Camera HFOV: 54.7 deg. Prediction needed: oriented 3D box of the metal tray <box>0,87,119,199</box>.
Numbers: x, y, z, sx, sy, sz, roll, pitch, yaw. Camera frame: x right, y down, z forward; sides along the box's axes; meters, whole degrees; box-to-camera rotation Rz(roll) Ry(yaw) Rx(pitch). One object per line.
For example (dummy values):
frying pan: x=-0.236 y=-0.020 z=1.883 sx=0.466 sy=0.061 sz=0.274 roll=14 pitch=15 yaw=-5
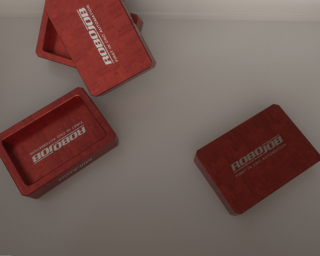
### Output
metal tray: x=-0.132 y=0.017 z=0.399 sx=0.131 sy=0.030 sz=0.090 roll=-34 pitch=74 yaw=-12

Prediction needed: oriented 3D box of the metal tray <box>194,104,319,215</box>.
metal tray: x=0.121 y=0.039 z=0.394 sx=0.131 sy=0.030 sz=0.090 roll=-30 pitch=73 yaw=-11

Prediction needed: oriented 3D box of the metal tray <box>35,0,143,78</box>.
metal tray: x=-0.098 y=-0.126 z=0.429 sx=0.131 sy=0.030 sz=0.089 roll=18 pitch=102 yaw=6

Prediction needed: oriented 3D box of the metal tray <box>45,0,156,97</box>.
metal tray: x=-0.075 y=-0.117 z=0.396 sx=0.090 sy=0.030 sz=0.130 roll=-27 pitch=95 yaw=13
